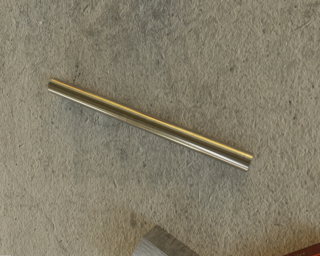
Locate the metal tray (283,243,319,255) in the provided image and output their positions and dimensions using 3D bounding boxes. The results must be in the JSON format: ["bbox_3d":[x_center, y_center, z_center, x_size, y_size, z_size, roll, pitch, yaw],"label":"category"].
[{"bbox_3d":[0.163,0.191,0.348,0.130,0.030,0.090,-29,81,17],"label":"metal tray"}]

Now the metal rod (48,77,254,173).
[{"bbox_3d":[-0.025,-0.011,0.416,0.301,0.025,0.025,22,97,18],"label":"metal rod"}]

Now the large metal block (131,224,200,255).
[{"bbox_3d":[0.001,0.186,0.395,0.080,0.050,0.080,32,100,16],"label":"large metal block"}]
